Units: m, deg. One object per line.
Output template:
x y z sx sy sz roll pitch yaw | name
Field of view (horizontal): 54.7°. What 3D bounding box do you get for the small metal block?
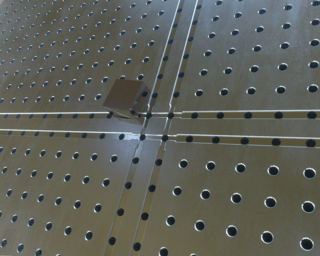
-0.050 -0.044 0.459 0.050 0.025 0.050 11 67 32 | small metal block
